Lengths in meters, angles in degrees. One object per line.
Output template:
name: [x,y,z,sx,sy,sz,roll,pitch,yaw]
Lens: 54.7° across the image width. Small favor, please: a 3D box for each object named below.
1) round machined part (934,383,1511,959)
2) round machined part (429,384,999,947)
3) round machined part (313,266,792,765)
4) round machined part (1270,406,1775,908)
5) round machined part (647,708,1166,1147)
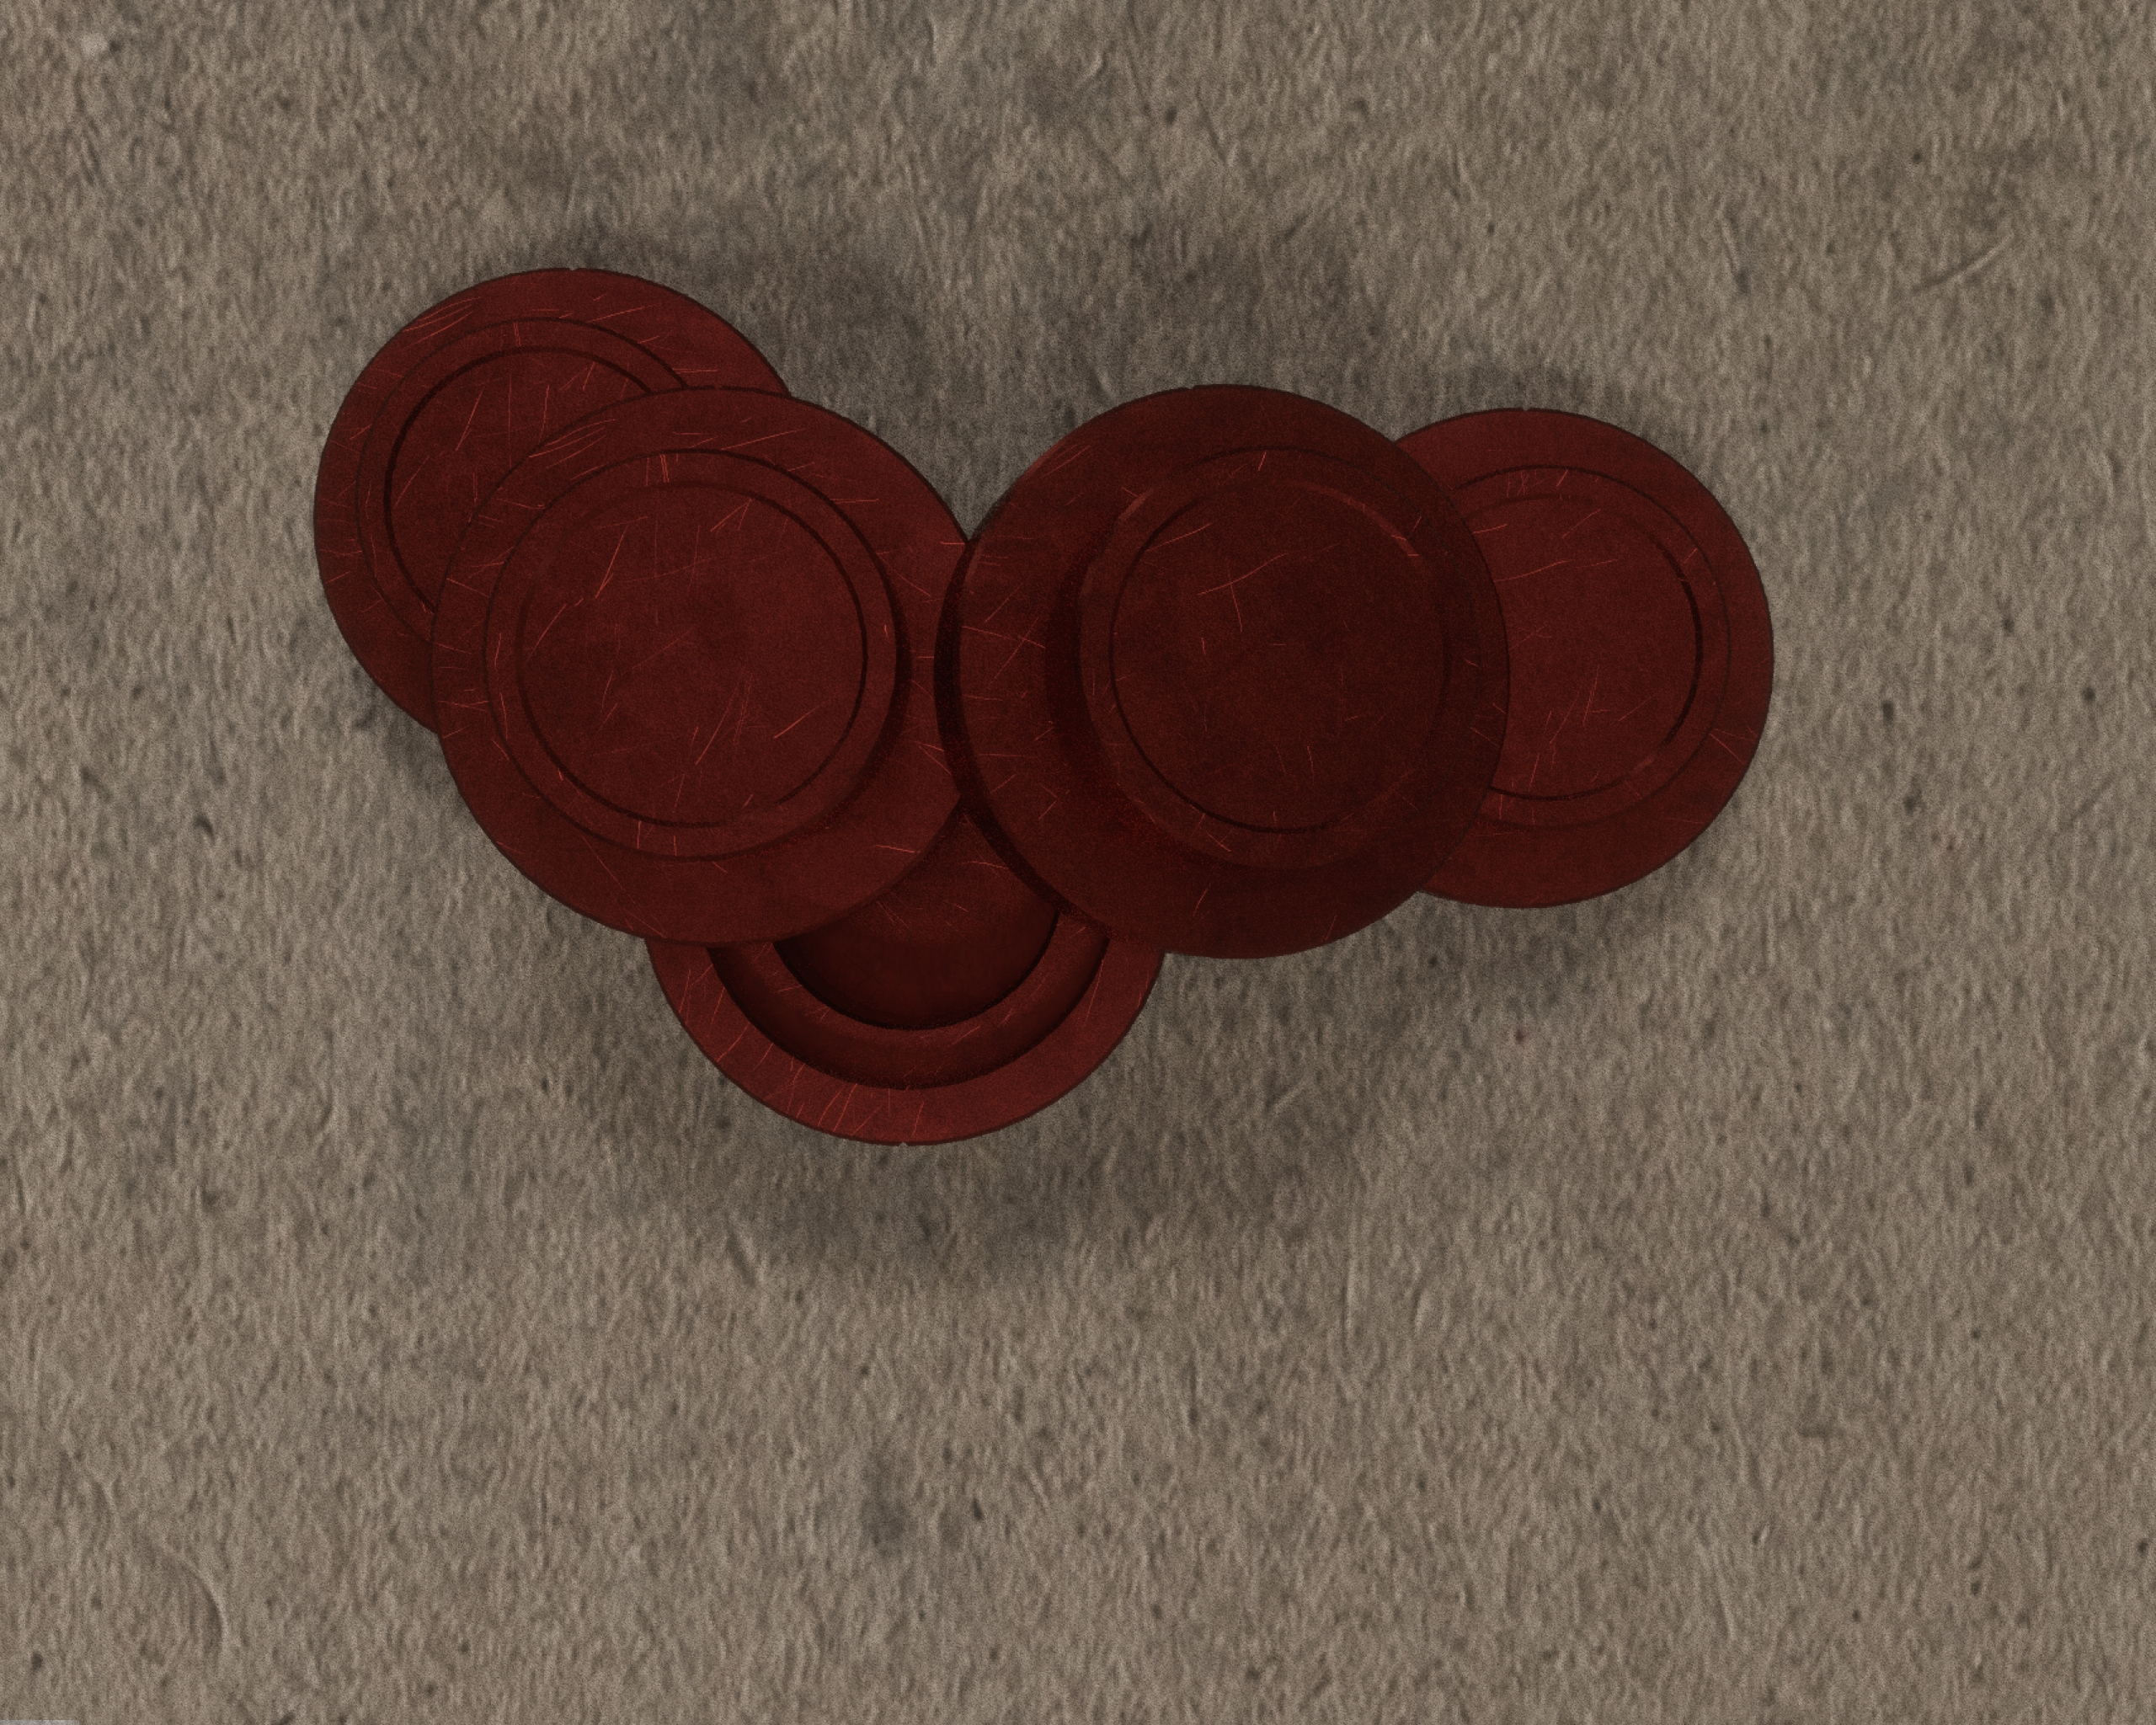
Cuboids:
round machined part: [0.028,-0.033,0.351,0.099,0.042,0.097,0,89,-14]
round machined part: [-0.063,-0.034,0.359,0.099,0.042,0.097,0,90,-1]
round machined part: [-0.098,-0.066,0.401,0.099,0.042,0.097,0,90,-1]
round machined part: [0.086,-0.040,0.403,0.099,0.042,0.097,0,90,-1]
round machined part: [-0.031,0.003,0.402,0.099,0.042,0.097,0,90,-1]
